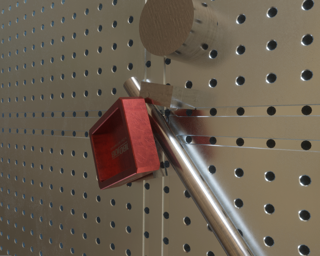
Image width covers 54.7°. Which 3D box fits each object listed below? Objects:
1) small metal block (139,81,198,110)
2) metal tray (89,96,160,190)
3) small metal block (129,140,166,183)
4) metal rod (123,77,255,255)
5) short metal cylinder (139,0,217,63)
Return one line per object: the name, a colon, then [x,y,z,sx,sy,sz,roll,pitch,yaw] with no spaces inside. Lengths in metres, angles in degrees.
small metal block: [0.010,-0.040,0.383,0.050,0.050,0.025,15,100,39]
metal tray: [-0.052,0.024,0.401,0.129,0.030,0.090,-34,66,55]
small metal block: [-0.023,0.047,0.427,0.050,0.025,0.050,-18,79,38]
metal rod: [0.033,0.052,0.380,0.025,0.025,0.299,-47,63,30]
short metal cylinder: [0.021,-0.123,0.374,0.080,0.050,0.079,0,90,39]
